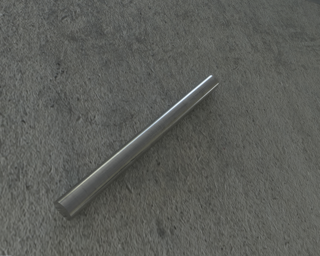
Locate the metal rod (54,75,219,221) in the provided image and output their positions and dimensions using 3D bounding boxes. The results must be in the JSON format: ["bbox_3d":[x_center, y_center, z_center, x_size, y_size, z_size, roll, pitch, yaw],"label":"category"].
[{"bbox_3d":[-0.007,0.005,0.399,0.025,0.025,0.302,46,51,4],"label":"metal rod"}]
